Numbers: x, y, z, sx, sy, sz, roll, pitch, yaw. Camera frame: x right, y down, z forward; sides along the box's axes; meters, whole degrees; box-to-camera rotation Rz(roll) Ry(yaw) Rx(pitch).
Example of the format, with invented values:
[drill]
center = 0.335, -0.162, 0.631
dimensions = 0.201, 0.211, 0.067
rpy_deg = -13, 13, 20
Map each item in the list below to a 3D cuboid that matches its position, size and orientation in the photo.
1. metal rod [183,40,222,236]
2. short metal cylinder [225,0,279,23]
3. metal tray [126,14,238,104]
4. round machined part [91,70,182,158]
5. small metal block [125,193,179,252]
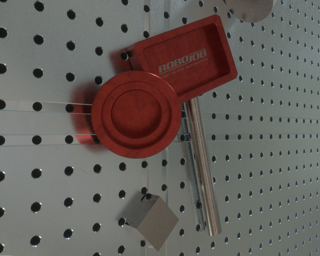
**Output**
[metal rod]
center = 0.056, 0.017, 0.458
dimensions = 0.025, 0.025, 0.298
rpy_deg = -18, 102, -39
[short metal cylinder]
center = 0.154, -0.221, 0.505
dimensions = 0.080, 0.080, 0.050
rpy_deg = 53, 59, -28
[metal tray]
center = 0.033, -0.086, 0.408
dimensions = 0.131, 0.030, 0.090
rpy_deg = -26, 104, -20
[round machined part]
center = -0.027, -0.017, 0.357
dimensions = 0.099, 0.042, 0.097
rpy_deg = -2, 103, -7
[small metal block]
center = -0.009, 0.122, 0.404
dimensions = 0.050, 0.025, 0.050
rpy_deg = -50, 120, -28
